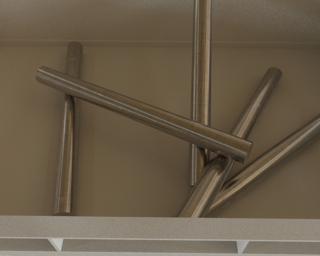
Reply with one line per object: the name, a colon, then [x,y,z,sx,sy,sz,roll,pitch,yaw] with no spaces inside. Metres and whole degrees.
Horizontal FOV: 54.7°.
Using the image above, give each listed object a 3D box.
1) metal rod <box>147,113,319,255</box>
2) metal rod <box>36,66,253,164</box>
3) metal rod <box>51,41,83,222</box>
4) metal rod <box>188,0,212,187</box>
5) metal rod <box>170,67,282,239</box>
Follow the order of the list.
metal rod: [0.116,0.049,0.364,0.302,0.025,0.025,-29,56,-22]
metal rod: [-0.037,-0.025,0.379,0.301,0.025,0.025,21,53,23]
metal rod: [-0.121,-0.020,0.420,0.025,0.025,0.300,-6,50,-5]
metal rod: [0.053,-0.076,0.395,0.025,0.025,0.299,3,73,2]
metal rod: [0.098,0.006,0.381,0.025,0.025,0.301,25,48,19]
